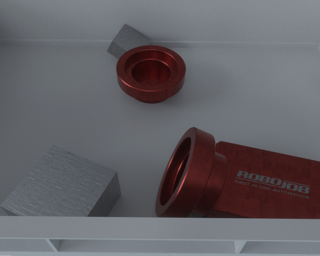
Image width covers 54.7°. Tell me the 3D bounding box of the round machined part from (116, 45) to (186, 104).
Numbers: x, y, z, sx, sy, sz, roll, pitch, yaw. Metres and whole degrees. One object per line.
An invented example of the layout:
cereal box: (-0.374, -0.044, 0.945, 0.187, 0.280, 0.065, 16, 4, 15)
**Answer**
round machined part: (-0.013, -0.074, 0.454, 0.099, 0.042, 0.098, 1, 52, -1)

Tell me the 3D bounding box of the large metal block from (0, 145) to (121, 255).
large metal block: (-0.098, 0.075, 0.325, 0.080, 0.050, 0.080, 20, 53, 15)

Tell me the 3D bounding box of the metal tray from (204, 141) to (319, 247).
metal tray: (0.120, 0.070, 0.343, 0.131, 0.030, 0.090, 12, 51, 7)

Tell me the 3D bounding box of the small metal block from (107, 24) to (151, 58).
small metal block: (-0.050, -0.132, 0.502, 0.050, 0.025, 0.050, 32, 51, -12)

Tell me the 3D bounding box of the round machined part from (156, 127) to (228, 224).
round machined part: (0.034, 0.052, 0.319, 0.042, 0.097, 0.098, 23, 51, -7)
